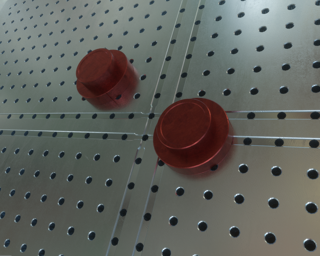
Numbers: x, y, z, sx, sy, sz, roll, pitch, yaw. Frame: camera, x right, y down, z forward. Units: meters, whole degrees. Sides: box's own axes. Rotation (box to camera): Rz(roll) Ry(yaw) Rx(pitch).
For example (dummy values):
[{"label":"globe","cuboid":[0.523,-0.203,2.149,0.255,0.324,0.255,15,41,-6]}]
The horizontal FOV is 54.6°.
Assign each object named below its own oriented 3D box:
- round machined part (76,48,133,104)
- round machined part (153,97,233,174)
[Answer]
[{"label":"round machined part","cuboid":[-0.096,-0.090,0.505,0.098,0.042,0.098,-13,56,21]},{"label":"round machined part","cuboid":[0.035,0.003,0.378,0.098,0.042,0.098,-13,56,21]}]
